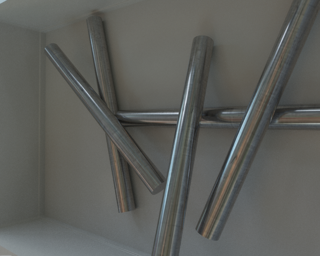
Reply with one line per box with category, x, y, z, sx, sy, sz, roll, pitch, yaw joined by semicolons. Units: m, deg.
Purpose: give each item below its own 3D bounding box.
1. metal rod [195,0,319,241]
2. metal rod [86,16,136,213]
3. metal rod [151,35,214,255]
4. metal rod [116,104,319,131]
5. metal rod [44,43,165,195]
metal rod;0.102;-0.033;0.292;0.025;0.025;0.298;26;97;36
metal rod;-0.075;-0.026;0.466;0.025;0.025;0.298;-18;79;38
metal rod;0.022;0.036;0.315;0.025;0.025;0.299;-5;64;39
metal rod;0.061;-0.012;0.355;0.300;0.025;0.025;1;91;39
metal rod;-0.089;-0.028;0.443;0.300;0.025;0.025;49;119;26
